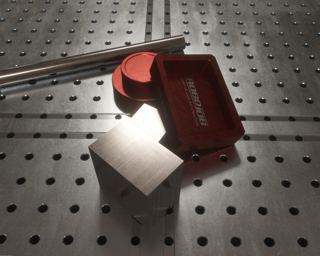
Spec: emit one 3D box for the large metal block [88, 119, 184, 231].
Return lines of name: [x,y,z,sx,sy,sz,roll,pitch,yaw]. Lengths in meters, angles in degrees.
large metal block: [-0.024,0.050,0.330,0.080,0.080,0.050,35,58,25]

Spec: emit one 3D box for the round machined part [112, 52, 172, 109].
round machined part: [-0.022,-0.076,0.460,0.099,0.042,0.098,0,50,0]

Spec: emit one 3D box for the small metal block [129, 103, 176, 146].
small metal block: [-0.013,0.001,0.407,0.050,0.025,0.050,25,54,19]

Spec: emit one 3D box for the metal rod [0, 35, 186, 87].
metal rod: [-0.103,-0.110,0.498,0.302,0.025,0.025,-15,52,-13]

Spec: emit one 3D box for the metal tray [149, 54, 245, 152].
metal tray: [0.046,-0.037,0.405,0.091,0.030,0.130,-5,63,-20]
